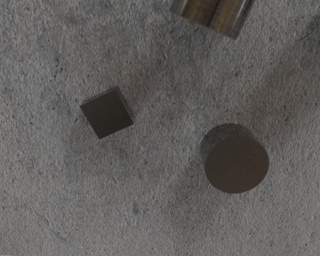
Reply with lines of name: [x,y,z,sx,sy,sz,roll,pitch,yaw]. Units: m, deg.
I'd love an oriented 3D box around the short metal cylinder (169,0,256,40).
short metal cylinder: [0.056,-0.134,0.332,0.080,0.080,0.050,21,109,-8]

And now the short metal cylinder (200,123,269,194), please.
short metal cylinder: [0.096,0.039,0.412,0.081,0.050,0.079,0,110,0]

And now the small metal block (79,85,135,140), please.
small metal block: [-0.067,-0.020,0.402,0.050,0.025,0.050,-24,109,8]
